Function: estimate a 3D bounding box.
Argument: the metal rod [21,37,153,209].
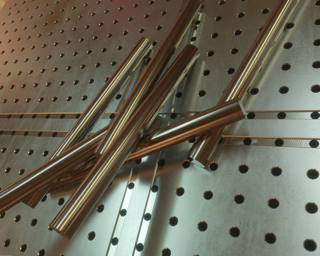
[{"bbox_3d":[-0.096,-0.021,0.450,0.025,0.025,0.300,16,63,34],"label":"metal rod"}]

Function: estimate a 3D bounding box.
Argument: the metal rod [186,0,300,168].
[{"bbox_3d":[0.119,-0.084,0.397,0.025,0.025,0.300,22,74,36],"label":"metal rod"}]

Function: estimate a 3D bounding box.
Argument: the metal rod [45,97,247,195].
[{"bbox_3d":[-0.040,0.031,0.391,0.300,0.025,0.025,-22,53,22],"label":"metal rod"}]

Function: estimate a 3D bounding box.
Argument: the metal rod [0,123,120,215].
[{"bbox_3d":[-0.132,0.051,0.388,0.301,0.025,0.025,-33,49,-18],"label":"metal rod"}]

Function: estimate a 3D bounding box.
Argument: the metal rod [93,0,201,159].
[{"bbox_3d":[-0.006,-0.083,0.435,0.025,0.025,0.300,9,58,32],"label":"metal rod"}]

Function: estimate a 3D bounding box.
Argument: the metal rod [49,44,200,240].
[{"bbox_3d":[-0.025,-0.006,0.376,0.025,0.025,0.301,11,52,33],"label":"metal rod"}]
